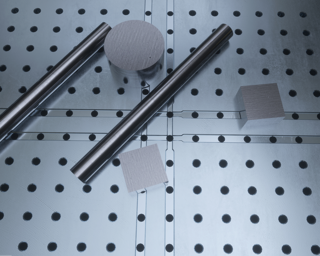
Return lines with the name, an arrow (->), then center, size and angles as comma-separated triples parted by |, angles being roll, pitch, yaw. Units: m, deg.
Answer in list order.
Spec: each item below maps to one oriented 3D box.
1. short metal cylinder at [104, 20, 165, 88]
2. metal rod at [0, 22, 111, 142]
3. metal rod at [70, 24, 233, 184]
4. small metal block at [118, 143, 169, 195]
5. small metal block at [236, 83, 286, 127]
short metal cylinder -> -0.034, -0.103, 0.436 | 0.081, 0.050, 0.080 | 0, 70, 0
metal rod -> -0.174, -0.041, 0.425 | 0.025, 0.025, 0.301 | 38, 74, 12
metal rod -> -0.002, -0.043, 0.427 | 0.025, 0.025, 0.301 | 41, 75, 13
small metal block -> -0.021, 0.053, 0.392 | 0.050, 0.025, 0.050 | -16, 71, -6
small metal block -> 0.137, -0.032, 0.424 | 0.050, 0.025, 0.050 | -6, 70, -2
